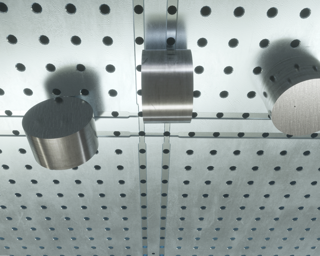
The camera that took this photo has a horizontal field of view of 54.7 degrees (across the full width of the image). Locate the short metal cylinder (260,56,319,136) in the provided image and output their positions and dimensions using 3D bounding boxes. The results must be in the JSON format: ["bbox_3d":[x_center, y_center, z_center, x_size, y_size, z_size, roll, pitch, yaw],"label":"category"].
[{"bbox_3d":[0.166,-0.037,0.366,0.081,0.050,0.079,0,130,0],"label":"short metal cylinder"}]

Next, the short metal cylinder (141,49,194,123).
[{"bbox_3d":[0.007,-0.045,0.338,0.050,0.080,0.079,-1,130,0],"label":"short metal cylinder"}]

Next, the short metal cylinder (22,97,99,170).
[{"bbox_3d":[-0.119,0.005,0.378,0.081,0.080,0.050,0,130,0],"label":"short metal cylinder"}]
